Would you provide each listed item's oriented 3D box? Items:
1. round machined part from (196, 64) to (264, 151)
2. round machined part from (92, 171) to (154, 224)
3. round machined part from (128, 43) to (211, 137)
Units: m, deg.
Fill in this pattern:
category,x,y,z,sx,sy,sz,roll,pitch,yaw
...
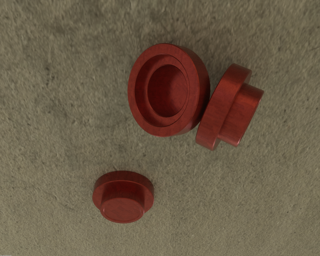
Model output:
category,x,y,z,sx,sy,sz,roll,pitch,yaw
round machined part,0.080,-0.018,0.341,0.042,0.098,0.097,26,131,15
round machined part,-0.059,0.116,0.494,0.099,0.042,0.097,-1,130,0
round machined part,0.013,-0.040,0.339,0.042,0.098,0.097,-5,144,-49
